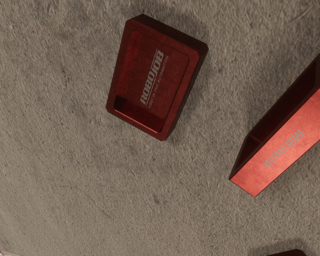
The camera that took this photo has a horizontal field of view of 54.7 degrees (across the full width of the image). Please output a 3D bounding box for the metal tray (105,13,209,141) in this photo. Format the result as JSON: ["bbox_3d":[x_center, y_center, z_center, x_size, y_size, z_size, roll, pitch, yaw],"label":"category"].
[{"bbox_3d":[-0.009,-0.056,0.371,0.090,0.030,0.129,29,128,9],"label":"metal tray"}]

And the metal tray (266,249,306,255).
[{"bbox_3d":[0.198,0.239,0.446,0.130,0.030,0.090,49,128,-7],"label":"metal tray"}]

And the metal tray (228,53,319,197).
[{"bbox_3d":[0.123,-0.003,0.298,0.030,0.090,0.129,35,129,5],"label":"metal tray"}]
